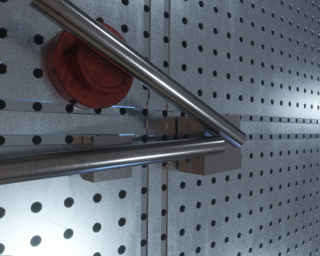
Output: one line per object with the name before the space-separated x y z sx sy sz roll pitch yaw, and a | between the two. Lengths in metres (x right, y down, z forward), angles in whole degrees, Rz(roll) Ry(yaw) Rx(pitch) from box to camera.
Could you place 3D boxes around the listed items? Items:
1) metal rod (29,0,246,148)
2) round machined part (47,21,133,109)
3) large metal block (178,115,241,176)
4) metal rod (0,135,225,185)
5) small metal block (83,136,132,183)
metal rod | 0.001 -0.050 0.349 0.301 0.025 0.025 31 70 -33
round machined part | -0.068 -0.070 0.342 0.099 0.042 0.097 0 90 -40
large metal block | 0.073 0.022 0.453 0.081 0.050 0.079 -3 92 -40
metal rod | -0.054 0.032 0.330 0.303 0.025 0.025 -4 93 -30
small metal block | -0.061 0.034 0.361 0.050 0.025 0.050 -1 91 -40
